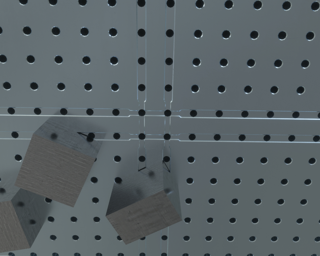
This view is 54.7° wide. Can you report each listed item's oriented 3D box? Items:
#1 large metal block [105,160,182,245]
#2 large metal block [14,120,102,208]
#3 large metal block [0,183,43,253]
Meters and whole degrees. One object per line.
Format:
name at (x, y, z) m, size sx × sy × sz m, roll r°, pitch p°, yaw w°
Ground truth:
large metal block at (-0.020, 0.098, 0.420) m, size 0.080 × 0.080 × 0.050 m, roll -26°, pitch 108°, yaw 9°
large metal block at (-0.134, 0.047, 0.416) m, size 0.080 × 0.050 × 0.080 m, roll 24°, pitch 108°, yaw -9°
large metal block at (-0.228, 0.130, 0.445) m, size 0.080 × 0.050 × 0.079 m, roll -10°, pitch 110°, yaw 3°
